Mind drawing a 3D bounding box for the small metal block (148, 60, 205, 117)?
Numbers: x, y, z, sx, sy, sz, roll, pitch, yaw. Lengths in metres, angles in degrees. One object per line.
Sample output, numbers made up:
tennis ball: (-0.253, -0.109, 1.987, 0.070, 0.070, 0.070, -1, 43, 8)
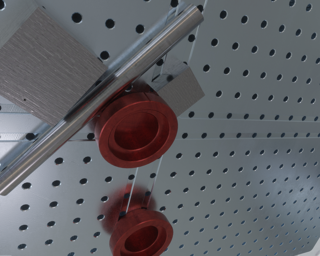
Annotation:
small metal block: (0.022, -0.048, 0.393, 0.050, 0.025, 0.050, -38, 129, -2)

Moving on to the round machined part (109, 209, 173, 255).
round machined part: (-0.032, 0.166, 0.486, 0.099, 0.042, 0.097, -14, 124, -21)

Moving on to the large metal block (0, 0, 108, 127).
large metal block: (-0.112, -0.061, 0.296, 0.080, 0.050, 0.080, -46, 129, 4)

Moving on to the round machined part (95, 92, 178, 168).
round machined part: (-0.031, -0.001, 0.378, 0.099, 0.042, 0.097, -15, 130, -18)

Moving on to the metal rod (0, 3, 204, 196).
metal rod: (-0.071, -0.032, 0.352, 0.300, 0.025, 0.025, -42, 130, 0)
